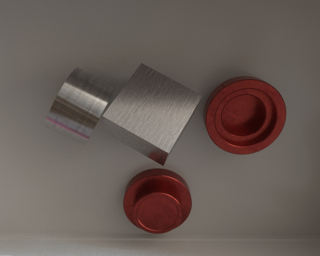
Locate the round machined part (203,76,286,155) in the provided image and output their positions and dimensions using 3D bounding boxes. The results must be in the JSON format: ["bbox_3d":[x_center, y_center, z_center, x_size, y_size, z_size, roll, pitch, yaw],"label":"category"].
[{"bbox_3d":[0.105,-0.019,0.397,0.099,0.042,0.097,0,110,-1],"label":"round machined part"}]

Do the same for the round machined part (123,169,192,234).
[{"bbox_3d":[-0.004,0.111,0.443,0.099,0.042,0.097,0,110,-1],"label":"round machined part"}]

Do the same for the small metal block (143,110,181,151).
[{"bbox_3d":[-0.001,-0.001,0.411,0.050,0.025,0.050,7,110,-3],"label":"small metal block"}]

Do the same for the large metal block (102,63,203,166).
[{"bbox_3d":[-0.009,-0.015,0.361,0.080,0.050,0.080,29,67,6],"label":"large metal block"}]

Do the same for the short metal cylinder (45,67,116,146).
[{"bbox_3d":[-0.094,-0.026,0.371,0.050,0.080,0.080,28,108,-10],"label":"short metal cylinder"}]
